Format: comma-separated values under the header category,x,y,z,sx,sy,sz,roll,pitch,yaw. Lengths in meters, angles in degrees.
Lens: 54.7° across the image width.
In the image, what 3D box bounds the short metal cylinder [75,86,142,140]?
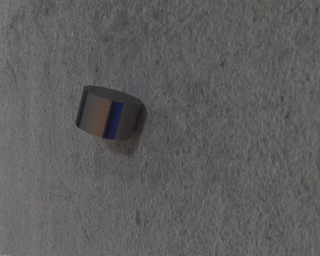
category,x,y,z,sx,sy,sz,roll,pitch,yaw
short metal cylinder,-0.070,-0.022,0.425,0.080,0.081,0.050,28,108,36
